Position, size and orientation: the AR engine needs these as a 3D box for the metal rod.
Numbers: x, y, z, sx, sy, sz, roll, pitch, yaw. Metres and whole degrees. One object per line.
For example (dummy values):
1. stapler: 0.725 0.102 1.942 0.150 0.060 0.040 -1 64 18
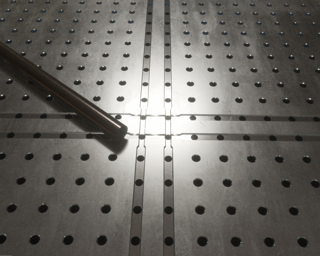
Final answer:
1. metal rod: -0.166 -0.066 0.461 0.300 0.025 0.025 33 57 24
